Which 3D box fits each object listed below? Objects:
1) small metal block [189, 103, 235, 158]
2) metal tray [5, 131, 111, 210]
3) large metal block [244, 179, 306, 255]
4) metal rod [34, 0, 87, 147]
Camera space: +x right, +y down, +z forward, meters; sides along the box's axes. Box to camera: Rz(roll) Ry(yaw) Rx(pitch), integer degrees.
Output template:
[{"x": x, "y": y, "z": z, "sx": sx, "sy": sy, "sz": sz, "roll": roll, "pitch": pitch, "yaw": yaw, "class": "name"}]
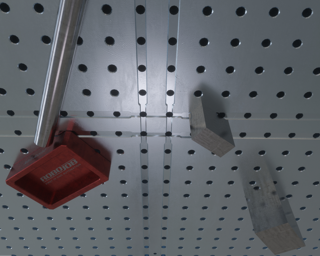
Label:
[{"x": 0.066, "y": 0.003, "z": 0.398, "sx": 0.050, "sy": 0.050, "sz": 0.025, "roll": 31, "pitch": 123, "yaw": -24, "class": "small metal block"}, {"x": -0.151, "y": 0.068, "z": 0.464, "sx": 0.130, "sy": 0.030, "sz": 0.090, "roll": -30, "pitch": 124, "yaw": 23, "class": "metal tray"}, {"x": 0.184, "y": 0.144, "z": 0.500, "sx": 0.050, "sy": 0.080, "sz": 0.080, "roll": -28, "pitch": 125, "yaw": 21, "class": "large metal block"}, {"x": -0.104, "y": -0.088, "z": 0.335, "sx": 0.025, "sy": 0.025, "sz": 0.298, "roll": 17, "pitch": 128, "yaw": -14, "class": "metal rod"}]
